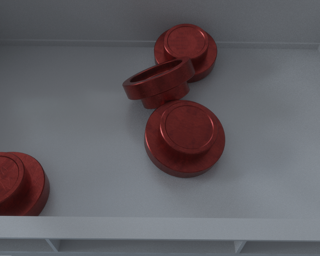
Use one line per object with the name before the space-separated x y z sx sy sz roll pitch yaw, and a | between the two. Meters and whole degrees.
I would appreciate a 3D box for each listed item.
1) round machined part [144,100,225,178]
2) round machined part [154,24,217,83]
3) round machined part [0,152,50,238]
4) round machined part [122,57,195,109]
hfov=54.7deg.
round machined part | 0.031 0.007 0.374 0.099 0.042 0.098 3 63 -7
round machined part | 0.040 -0.122 0.481 0.099 0.042 0.098 0 66 1
round machined part | -0.176 0.065 0.337 0.099 0.042 0.098 0 50 0
round machined part | 0.002 -0.059 0.424 0.098 0.042 0.098 -20 19 8
